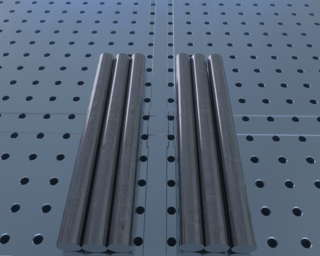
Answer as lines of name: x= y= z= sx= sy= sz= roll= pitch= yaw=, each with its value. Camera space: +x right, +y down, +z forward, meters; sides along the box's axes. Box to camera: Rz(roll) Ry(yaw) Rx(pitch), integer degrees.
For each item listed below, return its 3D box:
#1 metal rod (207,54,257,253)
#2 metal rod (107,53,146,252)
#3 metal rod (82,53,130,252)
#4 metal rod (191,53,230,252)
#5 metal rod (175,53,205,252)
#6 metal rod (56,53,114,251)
metal rod: x=0.086 y=0.005 z=0.403 sx=0.025 sy=0.025 sz=0.300 roll=1 pitch=50 yaw=1
metal rod: x=-0.037 y=0.004 z=0.403 sx=0.025 sy=0.025 sz=0.300 roll=1 pitch=50 yaw=1
metal rod: x=-0.062 y=0.004 z=0.403 sx=0.025 sy=0.025 sz=0.300 roll=1 pitch=50 yaw=1
metal rod: x=0.059 y=0.004 z=0.404 sx=0.025 sy=0.025 sz=0.300 roll=1 pitch=50 yaw=1
metal rod: x=0.034 y=0.004 z=0.404 sx=0.025 sy=0.025 sz=0.300 roll=1 pitch=50 yaw=1
metal rod: x=-0.088 y=0.004 z=0.404 sx=0.025 sy=0.025 sz=0.300 roll=1 pitch=50 yaw=1
